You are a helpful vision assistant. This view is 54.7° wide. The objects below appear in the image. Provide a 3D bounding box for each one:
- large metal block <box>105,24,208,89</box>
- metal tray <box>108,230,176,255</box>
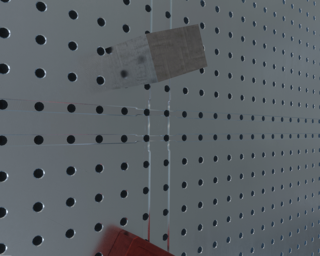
[{"bbox_3d":[-0.005,-0.084,0.369,0.081,0.080,0.050,-24,106,-37],"label":"large metal block"},{"bbox_3d":[-0.037,0.203,0.375,0.090,0.030,0.130,41,65,-32],"label":"metal tray"}]
